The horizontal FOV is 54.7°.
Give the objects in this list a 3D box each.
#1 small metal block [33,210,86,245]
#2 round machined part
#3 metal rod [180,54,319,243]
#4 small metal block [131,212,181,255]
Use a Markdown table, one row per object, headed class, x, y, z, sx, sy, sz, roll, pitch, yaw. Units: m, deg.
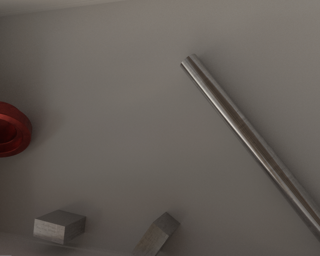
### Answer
| class | x | y | z | sx | sy | sz | roll | pitch | yaw |
| --- | --- | --- | --- | --- | --- | --- | --- | --- | --- |
| small metal block | -0.143 | 0.141 | 0.446 | 0.050 | 0.050 | 0.025 | 7 | 93 | 19 |
| round machined part | -0.245 | -0.002 | 0.467 | 0.098 | 0.098 | 0.042 | -31 | 44 | 17 |
| metal rod | 0.123 | 0.032 | 0.367 | 0.025 | 0.025 | 0.299 | -40 | 78 | 15 |
| small metal block | -0.004 | 0.141 | 0.398 | 0.025 | 0.050 | 0.050 | 37 | 102 | 16 |
